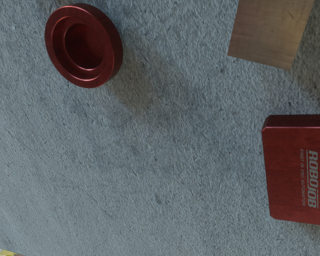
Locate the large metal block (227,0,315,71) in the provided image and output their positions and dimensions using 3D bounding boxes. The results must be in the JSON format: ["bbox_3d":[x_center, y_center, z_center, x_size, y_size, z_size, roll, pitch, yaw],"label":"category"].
[{"bbox_3d":[0.098,-0.104,0.255,0.050,0.080,0.079,19,126,17],"label":"large metal block"}]

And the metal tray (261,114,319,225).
[{"bbox_3d":[0.168,0.049,0.346,0.090,0.030,0.129,0,119,28],"label":"metal tray"}]

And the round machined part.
[{"bbox_3d":[-0.087,-0.102,0.379,0.098,0.042,0.097,13,124,21],"label":"round machined part"}]
